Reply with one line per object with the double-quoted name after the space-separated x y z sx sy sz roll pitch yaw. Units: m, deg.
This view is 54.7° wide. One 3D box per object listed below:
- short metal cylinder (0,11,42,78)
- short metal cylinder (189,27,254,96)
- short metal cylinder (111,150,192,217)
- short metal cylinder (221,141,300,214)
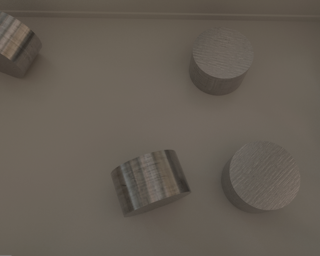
-0.210 -0.112 0.419 0.080 0.080 0.050 21 71 7 "short metal cylinder"
0.083 -0.092 0.431 0.081 0.050 0.080 0 70 0 "short metal cylinder"
-0.011 0.064 0.357 0.081 0.080 0.050 -19 71 -7 "short metal cylinder"
0.119 0.061 0.376 0.081 0.050 0.080 0 70 0 "short metal cylinder"
